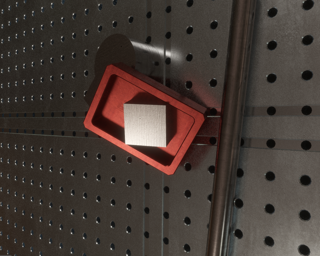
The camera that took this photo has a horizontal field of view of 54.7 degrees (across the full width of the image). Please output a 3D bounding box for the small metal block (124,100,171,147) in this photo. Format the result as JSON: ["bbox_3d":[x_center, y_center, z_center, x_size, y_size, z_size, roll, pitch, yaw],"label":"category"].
[{"bbox_3d":[-0.014,-0.006,0.371,0.050,0.025,0.050,3,107,14],"label":"small metal block"}]

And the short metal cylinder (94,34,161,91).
[{"bbox_3d":[-0.045,-0.084,0.428,0.080,0.050,0.079,0,90,39],"label":"short metal cylinder"}]

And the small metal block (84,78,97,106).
[{"bbox_3d":[-0.086,-0.049,0.478,0.050,0.025,0.050,49,119,28],"label":"small metal block"}]

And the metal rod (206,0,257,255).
[{"bbox_3d":[0.078,0.003,0.343,0.025,0.025,0.298,9,96,39],"label":"metal rod"}]

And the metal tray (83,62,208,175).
[{"bbox_3d":[-0.019,-0.012,0.381,0.130,0.030,0.089,29,111,5],"label":"metal tray"}]
